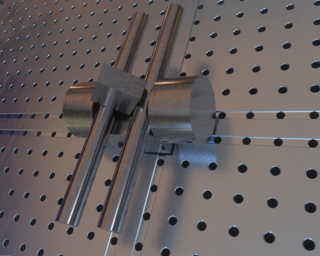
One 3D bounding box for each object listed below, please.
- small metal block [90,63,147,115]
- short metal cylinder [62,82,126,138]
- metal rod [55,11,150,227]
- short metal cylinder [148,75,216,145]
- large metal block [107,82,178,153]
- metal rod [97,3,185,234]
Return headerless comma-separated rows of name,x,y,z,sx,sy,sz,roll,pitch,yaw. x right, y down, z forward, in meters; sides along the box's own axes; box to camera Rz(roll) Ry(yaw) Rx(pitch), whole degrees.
small metal block,-0.049,-0.043,0.359,0.050,0.050,0.025,137,151,-62
short metal cylinder,-0.086,-0.024,0.429,0.050,0.080,0.080,2,63,29
metal rod,-0.063,-0.029,0.391,0.025,0.025,0.300,1,62,28
short metal cylinder,0.028,-0.021,0.365,0.050,0.080,0.080,0,62,29
large metal block,-0.023,-0.015,0.409,0.080,0.050,0.080,1,62,28
metal rod,-0.014,-0.031,0.366,0.025,0.025,0.300,1,62,28
